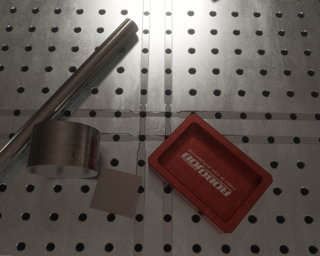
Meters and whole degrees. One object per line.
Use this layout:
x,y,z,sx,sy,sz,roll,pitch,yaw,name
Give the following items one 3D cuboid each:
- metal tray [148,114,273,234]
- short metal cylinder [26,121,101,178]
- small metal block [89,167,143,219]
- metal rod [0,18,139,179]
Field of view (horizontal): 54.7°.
0.060,0.055,0.389,0.130,0.030,0.090,41,75,13,metal tray
-0.114,0.028,0.371,0.081,0.080,0.050,0,70,0,short metal cylinder
-0.053,0.080,0.382,0.050,0.025,0.050,13,70,4,small metal block
-0.132,-0.043,0.425,0.025,0.025,0.300,35,73,11,metal rod
